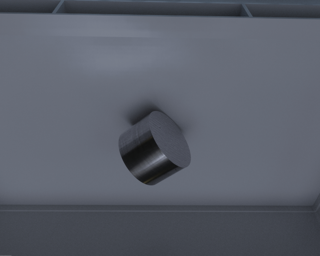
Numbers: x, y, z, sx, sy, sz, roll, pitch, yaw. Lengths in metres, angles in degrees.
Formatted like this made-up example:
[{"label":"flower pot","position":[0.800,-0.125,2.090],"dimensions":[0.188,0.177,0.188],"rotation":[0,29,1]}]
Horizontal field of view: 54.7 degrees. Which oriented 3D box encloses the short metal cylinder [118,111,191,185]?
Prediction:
[{"label":"short metal cylinder","position":[-0.006,0.025,0.391],"dimensions":[0.050,0.080,0.080],"rotation":[-34,123,25]}]
